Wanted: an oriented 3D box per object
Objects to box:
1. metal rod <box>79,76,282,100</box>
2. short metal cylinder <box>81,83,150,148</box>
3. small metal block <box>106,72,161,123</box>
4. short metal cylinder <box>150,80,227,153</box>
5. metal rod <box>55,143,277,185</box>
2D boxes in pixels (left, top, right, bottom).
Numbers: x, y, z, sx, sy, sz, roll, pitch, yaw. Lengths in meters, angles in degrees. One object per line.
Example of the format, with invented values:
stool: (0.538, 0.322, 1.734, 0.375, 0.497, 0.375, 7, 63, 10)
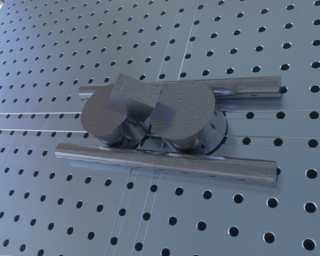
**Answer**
metal rod: (0.008, -0.053, 0.432, 0.300, 0.025, 0.025, 2, 63, 29)
short metal cylinder: (-0.061, -0.015, 0.429, 0.080, 0.050, 0.080, -13, 56, 21)
small metal block: (-0.033, -0.034, 0.367, 0.050, 0.050, 0.025, 22, 66, -10)
short metal cylinder: (0.035, -0.011, 0.376, 0.080, 0.050, 0.080, -13, 56, 21)
metal rod: (-0.014, 0.040, 0.387, 0.300, 0.025, 0.025, 3, 63, 29)
